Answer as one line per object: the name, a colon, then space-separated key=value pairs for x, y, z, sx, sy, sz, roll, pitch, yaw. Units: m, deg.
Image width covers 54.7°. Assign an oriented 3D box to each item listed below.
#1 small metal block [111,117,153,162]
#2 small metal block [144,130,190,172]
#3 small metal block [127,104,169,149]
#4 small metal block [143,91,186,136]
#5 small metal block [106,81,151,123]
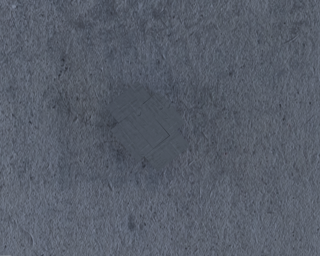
small metal block: x=-0.034 y=0.014 z=0.398 sx=0.025 sy=0.050 sz=0.050 roll=-40 pitch=91 yaw=0
small metal block: x=0.009 y=0.028 z=0.398 sx=0.050 sy=0.050 sz=0.025 roll=-39 pitch=90 yaw=0
small metal block: x=-0.014 y=-0.002 z=0.398 sx=0.025 sy=0.050 sz=0.050 roll=-40 pitch=91 yaw=0
small metal block: x=0.005 y=-0.018 z=0.398 sx=0.025 sy=0.050 sz=0.050 roll=-41 pitch=91 yaw=0
small metal block: x=-0.038 y=-0.031 z=0.398 sx=0.050 sy=0.050 sz=0.025 roll=-39 pitch=90 yaw=0
